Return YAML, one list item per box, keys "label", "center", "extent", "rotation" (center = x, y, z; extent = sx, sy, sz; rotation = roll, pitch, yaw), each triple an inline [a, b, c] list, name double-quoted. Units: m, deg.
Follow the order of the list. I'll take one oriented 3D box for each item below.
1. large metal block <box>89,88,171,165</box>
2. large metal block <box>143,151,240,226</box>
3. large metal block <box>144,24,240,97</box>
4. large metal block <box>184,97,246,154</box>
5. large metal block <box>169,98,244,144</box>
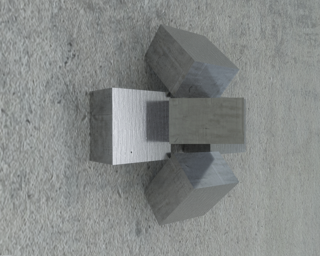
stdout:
- label: "large metal block"
  center: [-0.034, -0.002, 0.363]
  extent: [0.081, 0.050, 0.079]
  rotation: [-1, 91, -40]
- label: "large metal block"
  center: [0.039, 0.076, 0.397]
  extent: [0.081, 0.080, 0.050]
  rotation: [2, 46, -39]
- label: "large metal block"
  center: [0.039, -0.083, 0.398]
  extent: [0.081, 0.080, 0.050]
  rotation: [0, 134, -40]
- label: "large metal block"
  center: [0.082, -0.004, 0.458]
  extent: [0.081, 0.050, 0.079]
  rotation: [0, 90, -40]
- label: "large metal block"
  center: [0.053, -0.008, 0.374]
  extent: [0.080, 0.080, 0.050]
  rotation: [0, 91, 4]
